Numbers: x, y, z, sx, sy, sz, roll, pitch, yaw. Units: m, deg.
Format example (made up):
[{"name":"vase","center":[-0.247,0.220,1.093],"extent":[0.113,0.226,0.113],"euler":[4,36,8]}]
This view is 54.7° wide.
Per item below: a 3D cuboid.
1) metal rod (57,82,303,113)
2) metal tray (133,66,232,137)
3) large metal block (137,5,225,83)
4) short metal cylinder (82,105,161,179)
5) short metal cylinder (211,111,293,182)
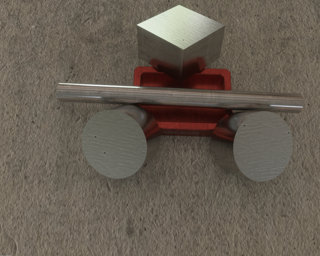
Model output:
[{"name":"metal rod","center":[0.024,-0.038,0.392],"extent":[0.302,0.025,0.025],"euler":[3,70,1]},{"name":"metal tray","center":[0.029,-0.036,0.420],"extent":[0.131,0.030,0.090],"euler":[2,70,0]},{"name":"large metal block","center":[0.027,-0.115,0.415],"extent":[0.080,0.050,0.080],"euler":[36,56,28]},{"name":"short metal cylinder","center":[-0.045,0.014,0.371],"extent":[0.080,0.050,0.079],"euler":[3,102,17]},{"name":"short metal cylinder","center":[0.109,0.020,0.372],"extent":[0.081,0.050,0.079],"euler":[-1,93,-19]}]
